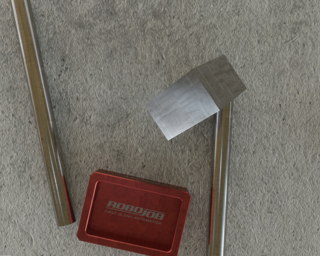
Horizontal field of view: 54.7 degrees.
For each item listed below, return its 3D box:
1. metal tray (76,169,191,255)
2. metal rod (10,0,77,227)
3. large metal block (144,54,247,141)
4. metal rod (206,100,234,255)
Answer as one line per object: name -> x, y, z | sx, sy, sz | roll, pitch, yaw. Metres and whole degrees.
metal tray -> -0.033, 0.112, 0.407 | 0.131, 0.030, 0.089 | 13, 90, -1
metal rod -> -0.153, -0.021, 0.407 | 0.025, 0.025, 0.298 | -12, 90, 0
large metal block -> 0.043, -0.037, 0.367 | 0.080, 0.081, 0.050 | -33, 91, 41
metal rod -> 0.078, 0.088, 0.411 | 0.025, 0.025, 0.298 | 3, 90, -1
